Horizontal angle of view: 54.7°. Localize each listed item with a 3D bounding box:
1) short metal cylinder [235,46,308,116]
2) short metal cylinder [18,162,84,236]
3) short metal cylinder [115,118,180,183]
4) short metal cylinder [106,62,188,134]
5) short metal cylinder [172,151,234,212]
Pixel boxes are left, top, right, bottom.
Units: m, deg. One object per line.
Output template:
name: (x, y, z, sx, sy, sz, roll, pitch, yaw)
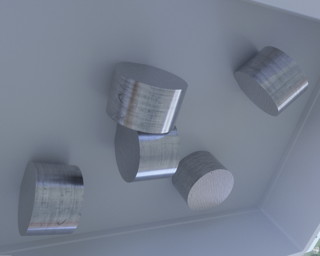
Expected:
short metal cylinder: (0.147, -0.062, 0.415, 0.050, 0.080, 0.080, -42, 129, 0)
short metal cylinder: (-0.126, 0.080, 0.354, 0.050, 0.080, 0.079, 10, 113, -33)
short metal cylinder: (-0.018, 0.024, 0.378, 0.050, 0.080, 0.079, -2, 119, -28)
short metal cylinder: (-0.015, -0.035, 0.343, 0.081, 0.080, 0.050, 3, 117, -30)
short metal cylinder: (0.066, 0.082, 0.479, 0.081, 0.050, 0.079, -14, 124, -21)
